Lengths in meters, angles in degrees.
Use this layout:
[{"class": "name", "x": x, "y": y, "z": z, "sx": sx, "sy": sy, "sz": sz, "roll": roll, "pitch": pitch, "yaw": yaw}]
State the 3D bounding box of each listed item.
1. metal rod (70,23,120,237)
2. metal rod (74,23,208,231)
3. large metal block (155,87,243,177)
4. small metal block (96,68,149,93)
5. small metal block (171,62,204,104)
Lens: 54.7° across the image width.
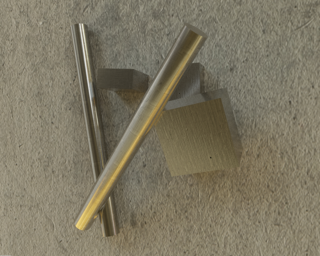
[{"class": "metal rod", "x": -0.093, "y": 0.001, "z": 0.440, "sx": 0.025, "sy": 0.025, "sz": 0.298, "roll": -11, "pitch": 87, "yaw": 19}, {"class": "metal rod", "x": -0.036, "y": 0.020, "z": 0.357, "sx": 0.025, "sy": 0.025, "sz": 0.298, "roll": 41, "pitch": 120, "yaw": 15}, {"class": "large metal block", "x": 0.046, "y": 0.005, "z": 0.364, "sx": 0.080, "sy": 0.050, "sz": 0.080, "roll": -12, "pitch": 105, "yaw": 22}, {"class": "small metal block", "x": -0.048, "y": -0.062, "z": 0.412, "sx": 0.050, "sy": 0.050, "sz": 0.025, "roll": 5, "pitch": 92, "yaw": 19}, {"class": "small metal block", "x": 0.029, "y": -0.055, "z": 0.398, "sx": 0.050, "sy": 0.025, "sz": 0.050, "roll": -1, "pitch": 89, "yaw": 19}]
